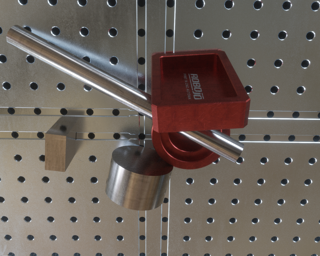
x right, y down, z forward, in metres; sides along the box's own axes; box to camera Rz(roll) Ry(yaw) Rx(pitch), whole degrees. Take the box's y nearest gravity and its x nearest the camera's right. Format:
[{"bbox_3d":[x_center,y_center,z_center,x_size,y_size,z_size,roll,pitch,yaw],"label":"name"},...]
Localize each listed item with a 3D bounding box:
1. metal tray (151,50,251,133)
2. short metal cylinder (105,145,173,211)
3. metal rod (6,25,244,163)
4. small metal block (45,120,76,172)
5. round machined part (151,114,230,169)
[{"bbox_3d":[0.037,-0.046,0.339,0.091,0.130,0.030,-3,124,1],"label":"metal tray"},{"bbox_3d":[-0.028,0.063,0.407,0.081,0.080,0.050,13,110,-5],"label":"short metal cylinder"},{"bbox_3d":[-0.042,-0.041,0.364,0.301,0.025,0.025,28,108,3],"label":"metal rod"},{"bbox_3d":[-0.130,0.023,0.407,0.025,0.050,0.050,7,110,-3],"label":"small metal block"},{"bbox_3d":[0.039,0.001,0.405,0.099,0.042,0.097,0,110,-1],"label":"round machined part"}]
